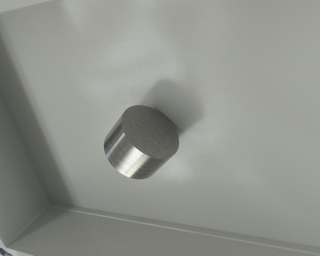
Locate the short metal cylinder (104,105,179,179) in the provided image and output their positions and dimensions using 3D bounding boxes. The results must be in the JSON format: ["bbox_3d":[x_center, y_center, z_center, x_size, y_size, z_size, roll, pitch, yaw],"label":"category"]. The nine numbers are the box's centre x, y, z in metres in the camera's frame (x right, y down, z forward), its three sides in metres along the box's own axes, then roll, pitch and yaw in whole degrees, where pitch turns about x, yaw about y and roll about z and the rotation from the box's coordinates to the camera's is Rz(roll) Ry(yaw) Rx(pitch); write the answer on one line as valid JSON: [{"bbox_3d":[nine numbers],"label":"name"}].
[{"bbox_3d":[-0.023,0.018,0.392,0.080,0.080,0.050,41,129,-1],"label":"short metal cylinder"}]
